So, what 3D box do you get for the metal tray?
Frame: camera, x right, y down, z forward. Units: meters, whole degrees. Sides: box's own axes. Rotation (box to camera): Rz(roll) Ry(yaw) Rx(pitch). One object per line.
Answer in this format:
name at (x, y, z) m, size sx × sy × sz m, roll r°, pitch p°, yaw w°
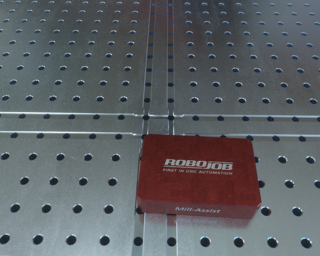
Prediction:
metal tray at (0.043, 0.053, 0.360) m, size 0.131 × 0.030 × 0.090 m, roll 3°, pitch 50°, yaw 2°
